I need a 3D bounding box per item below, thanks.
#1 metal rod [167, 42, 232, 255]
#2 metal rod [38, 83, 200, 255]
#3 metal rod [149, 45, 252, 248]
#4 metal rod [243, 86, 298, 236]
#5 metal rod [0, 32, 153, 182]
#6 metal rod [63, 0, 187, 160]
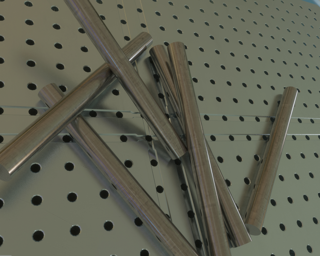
[{"bbox_3d":[0.047,0.024,0.394,0.025,0.025,0.299,0,69,-28],"label":"metal rod"},{"bbox_3d":[-0.034,0.068,0.347,0.300,0.025,0.025,49,51,6],"label":"metal rod"},{"bbox_3d":[0.048,0.010,0.426,0.025,0.025,0.299,-9,66,-32],"label":"metal rod"},{"bbox_3d":[0.179,0.030,0.484,0.025,0.025,0.301,37,51,-4],"label":"metal rod"},{"bbox_3d":[-0.079,-0.050,0.369,0.025,0.025,0.301,37,43,-4],"label":"metal rod"},{"bbox_3d":[-0.056,-0.088,0.374,0.025,0.025,0.299,-43,104,-39],"label":"metal rod"}]
